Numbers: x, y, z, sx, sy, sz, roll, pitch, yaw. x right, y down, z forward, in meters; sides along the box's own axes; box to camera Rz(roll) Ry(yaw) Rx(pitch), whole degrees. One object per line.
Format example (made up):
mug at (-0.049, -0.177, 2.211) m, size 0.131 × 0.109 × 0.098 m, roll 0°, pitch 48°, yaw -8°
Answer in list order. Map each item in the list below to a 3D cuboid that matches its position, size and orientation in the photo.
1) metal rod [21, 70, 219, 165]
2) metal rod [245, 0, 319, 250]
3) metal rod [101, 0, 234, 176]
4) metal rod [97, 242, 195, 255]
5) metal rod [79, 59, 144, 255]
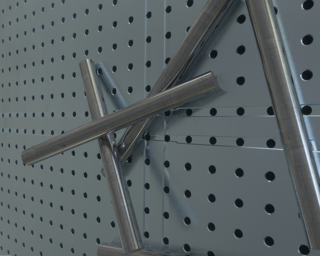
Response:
metal rod at (-0.067, -0.005, 0.411) m, size 0.300 × 0.025 × 0.025 m, roll -21°, pitch 77°, yaw 21°
metal rod at (0.121, -0.036, 0.308) m, size 0.025 × 0.025 × 0.298 m, roll -18°, pitch 79°, yaw 38°
metal rod at (-0.002, -0.043, 0.408) m, size 0.025 × 0.025 × 0.298 m, roll 49°, pitch 118°, yaw 28°
metal rod at (0.028, 0.170, 0.384) m, size 0.300 × 0.025 × 0.025 m, roll -10°, pitch 84°, yaw 39°
metal rod at (-0.075, 0.021, 0.437) m, size 0.025 × 0.025 × 0.299 m, roll -39°, pitch 57°, yaw 33°
